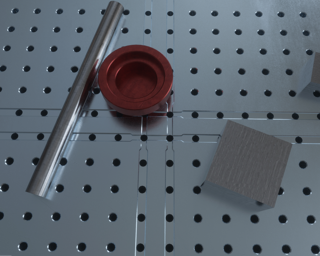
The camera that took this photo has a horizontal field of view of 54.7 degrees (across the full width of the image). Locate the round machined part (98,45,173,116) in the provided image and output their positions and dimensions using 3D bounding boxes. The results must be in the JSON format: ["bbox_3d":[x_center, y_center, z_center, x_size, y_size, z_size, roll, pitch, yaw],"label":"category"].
[{"bbox_3d":[-0.032,-0.061,0.425,0.099,0.042,0.098,0,70,0],"label":"round machined part"}]

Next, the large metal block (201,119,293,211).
[{"bbox_3d":[0.104,0.047,0.382,0.080,0.050,0.080,22,71,7],"label":"large metal block"}]

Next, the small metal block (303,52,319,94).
[{"bbox_3d":[0.237,-0.075,0.441,0.050,0.025,0.050,16,71,6],"label":"small metal block"}]

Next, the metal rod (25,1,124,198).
[{"bbox_3d":[-0.110,-0.053,0.430,0.025,0.025,0.299,16,71,5],"label":"metal rod"}]
